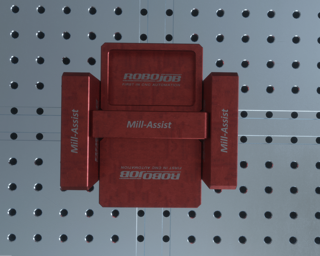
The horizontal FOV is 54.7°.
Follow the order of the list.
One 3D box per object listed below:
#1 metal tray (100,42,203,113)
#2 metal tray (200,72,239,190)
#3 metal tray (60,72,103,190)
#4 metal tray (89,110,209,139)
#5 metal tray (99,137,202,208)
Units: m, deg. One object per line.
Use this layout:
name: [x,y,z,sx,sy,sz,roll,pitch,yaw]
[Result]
metal tray: [-0.011,-0.064,0.410,0.131,0.030,0.089,1,90,-1]
metal tray: [0.070,0.003,0.381,0.030,0.090,0.129,1,90,0]
metal tray: [-0.092,0.003,0.379,0.030,0.090,0.129,1,90,0]
metal tray: [-0.012,-0.004,0.379,0.131,0.090,0.030,1,90,-1]
metal tray: [-0.012,0.057,0.409,0.131,0.030,0.089,1,90,-1]
